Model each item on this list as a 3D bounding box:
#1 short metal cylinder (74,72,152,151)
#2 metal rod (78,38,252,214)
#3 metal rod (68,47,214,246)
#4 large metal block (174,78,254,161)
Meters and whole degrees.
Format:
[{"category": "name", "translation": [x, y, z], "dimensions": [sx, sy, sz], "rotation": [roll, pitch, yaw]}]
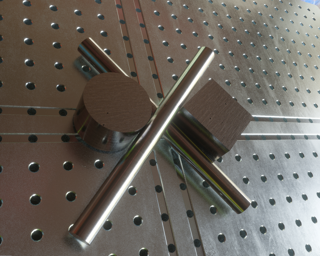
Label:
[{"category": "short metal cylinder", "translation": [-0.057, -0.019, 0.368], "dimensions": [0.081, 0.050, 0.080], "rotation": [14, 56, -21]}, {"category": "metal rod", "translation": [0.004, -0.005, 0.408], "dimensions": [0.300, 0.025, 0.025], "rotation": [46, 51, 3]}, {"category": "metal rod", "translation": [-0.005, -0.001, 0.374], "dimensions": [0.025, 0.025, 0.301], "rotation": [37, 59, -4]}, {"category": "large metal block", "translation": [0.069, -0.010, 0.430], "dimensions": [0.080, 0.050, 0.080], "rotation": [44, 51, 2]}]
